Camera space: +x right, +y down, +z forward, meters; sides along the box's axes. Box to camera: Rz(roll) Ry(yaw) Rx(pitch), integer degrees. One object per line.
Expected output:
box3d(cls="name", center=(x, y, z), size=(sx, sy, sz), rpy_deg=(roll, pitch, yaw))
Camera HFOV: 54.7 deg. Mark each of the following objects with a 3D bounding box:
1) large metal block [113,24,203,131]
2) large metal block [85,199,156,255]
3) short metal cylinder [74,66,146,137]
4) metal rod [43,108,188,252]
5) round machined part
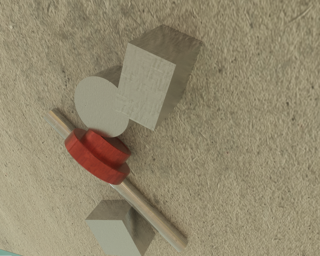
box3d(cls="large metal block", center=(-0.002, -0.057, 0.336), size=(0.050, 0.080, 0.079), rpy_deg=(27, 128, 10))
box3d(cls="large metal block", center=(-0.067, 0.170, 0.529), size=(0.080, 0.050, 0.080), rpy_deg=(-10, 113, 32))
box3d(cls="short metal cylinder", center=(-0.061, -0.035, 0.396), size=(0.080, 0.050, 0.079), rpy_deg=(13, 120, 23))
box3d(cls="metal rod", center=(-0.067, 0.085, 0.492), size=(0.300, 0.025, 0.025), rpy_deg=(46, 129, -5))
box3d(cls="round machined part", center=(-0.079, 0.031, 0.431), size=(0.098, 0.098, 0.042), rpy_deg=(40, 94, 0))
